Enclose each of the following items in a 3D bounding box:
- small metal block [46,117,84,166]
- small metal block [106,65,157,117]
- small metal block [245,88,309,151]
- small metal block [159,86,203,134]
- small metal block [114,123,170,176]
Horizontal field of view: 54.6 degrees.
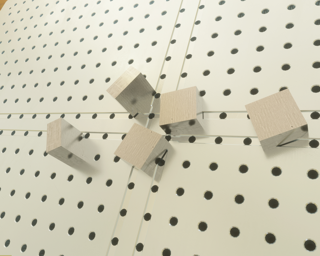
[{"bbox_3d":[-0.138,0.021,0.453,0.025,0.050,0.050,-23,53,14],"label":"small metal block"},{"bbox_3d":[-0.040,-0.052,0.447,0.050,0.050,0.025,-46,51,-4],"label":"small metal block"},{"bbox_3d":[0.129,-0.009,0.346,0.050,0.025,0.050,-22,53,15],"label":"small metal block"},{"bbox_3d":[0.028,-0.023,0.409,0.050,0.025,0.050,-11,57,22],"label":"small metal block"},{"bbox_3d":[-0.024,0.027,0.405,0.050,0.025,0.050,24,74,36],"label":"small metal block"}]
